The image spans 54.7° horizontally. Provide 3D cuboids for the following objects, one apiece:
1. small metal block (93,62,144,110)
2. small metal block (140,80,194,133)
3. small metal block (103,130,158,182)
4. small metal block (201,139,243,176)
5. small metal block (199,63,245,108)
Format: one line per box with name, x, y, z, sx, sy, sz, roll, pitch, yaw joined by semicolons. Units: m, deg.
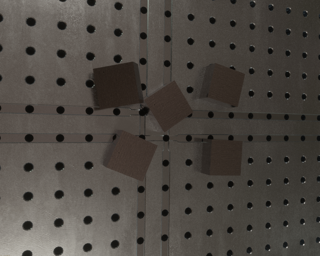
small metal block;-0.051;-0.052;0.383;0.050;0.025;0.050;-8;94;9
small metal block;0.008;-0.029;0.417;0.050;0.025;0.050;-35;102;-17
small metal block;-0.038;0.035;0.399;0.050;0.025;0.050;25;82;-19
small metal block;0.089;0.042;0.447;0.050;0.025;0.050;4;89;-20
small metal block;0.090;-0.060;0.447;0.050;0.025;0.050;15;85;-20
